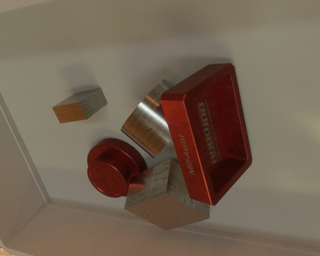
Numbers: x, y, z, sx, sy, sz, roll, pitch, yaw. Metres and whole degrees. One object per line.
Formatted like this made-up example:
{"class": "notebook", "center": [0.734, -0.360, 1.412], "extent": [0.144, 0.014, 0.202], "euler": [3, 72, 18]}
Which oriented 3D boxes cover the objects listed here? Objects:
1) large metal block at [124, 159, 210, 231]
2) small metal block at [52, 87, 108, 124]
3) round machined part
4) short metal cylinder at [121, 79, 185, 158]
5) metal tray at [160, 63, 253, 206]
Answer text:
{"class": "large metal block", "center": [0.012, 0.095, 0.425], "extent": [0.080, 0.050, 0.080], "euler": [36, 133, -28]}
{"class": "small metal block", "center": [-0.110, -0.031, 0.429], "extent": [0.050, 0.050, 0.025], "euler": [-7, 115, 31]}
{"class": "round machined part", "center": [-0.071, 0.068, 0.475], "extent": [0.098, 0.042, 0.097], "euler": [13, 124, 20]}
{"class": "short metal cylinder", "center": [-0.001, -0.011, 0.366], "extent": [0.050, 0.080, 0.080], "euler": [41, 129, 0]}
{"class": "metal tray", "center": [0.056, 0.006, 0.336], "extent": [0.030, 0.091, 0.129], "euler": [7, 123, 45]}
